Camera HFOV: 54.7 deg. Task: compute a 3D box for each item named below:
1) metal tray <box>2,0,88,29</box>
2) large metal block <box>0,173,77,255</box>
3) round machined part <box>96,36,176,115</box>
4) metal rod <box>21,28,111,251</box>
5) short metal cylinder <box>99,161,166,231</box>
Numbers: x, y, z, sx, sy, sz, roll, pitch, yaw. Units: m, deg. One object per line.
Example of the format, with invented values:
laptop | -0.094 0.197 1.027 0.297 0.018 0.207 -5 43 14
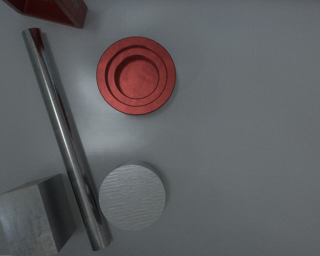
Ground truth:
metal tray | -0.144 -0.159 0.357 0.091 0.130 0.030 13 90 0
large metal block | -0.148 0.107 0.382 0.050 0.080 0.080 -16 90 0
round machined part | -0.029 -0.065 0.403 0.099 0.042 0.097 0 90 -1
metal rod | -0.124 0.015 0.409 0.025 0.025 0.298 -18 90 0
short metal cylinder | -0.034 0.084 0.399 0.081 0.050 0.079 0 90 -1
